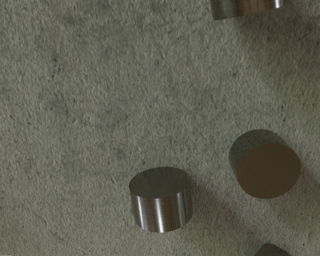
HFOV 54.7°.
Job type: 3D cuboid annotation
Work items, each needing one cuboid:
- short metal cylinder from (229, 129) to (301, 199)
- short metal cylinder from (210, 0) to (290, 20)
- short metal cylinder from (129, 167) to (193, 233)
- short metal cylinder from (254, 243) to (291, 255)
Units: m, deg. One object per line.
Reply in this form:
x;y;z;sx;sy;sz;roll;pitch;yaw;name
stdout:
0.138;0.047;0.416;0.081;0.050;0.079;0;110;-1;short metal cylinder
0.092;-0.149;0.327;0.080;0.080;0.050;-12;110;4;short metal cylinder
0.002;0.093;0.415;0.080;0.080;0.050;-6;110;2;short metal cylinder
0.174;0.223;0.465;0.080;0.080;0.050;27;108;-10;short metal cylinder
